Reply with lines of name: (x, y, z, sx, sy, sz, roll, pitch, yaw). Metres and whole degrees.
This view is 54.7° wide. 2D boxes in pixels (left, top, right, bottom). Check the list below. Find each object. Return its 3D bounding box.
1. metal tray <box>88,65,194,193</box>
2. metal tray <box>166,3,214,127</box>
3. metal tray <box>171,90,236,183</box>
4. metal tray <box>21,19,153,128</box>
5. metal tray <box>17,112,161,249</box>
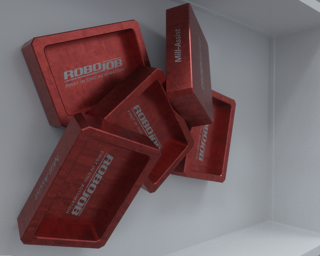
metal tray: (-0.015, 0.004, 0.363, 0.090, 0.030, 0.130, -47, 133, -22)
metal tray: (0.038, -0.077, 0.390, 0.090, 0.030, 0.130, 44, 41, -56)
metal tray: (0.066, 0.011, 0.459, 0.091, 0.030, 0.129, 16, 80, -39)
metal tray: (-0.070, -0.063, 0.343, 0.131, 0.030, 0.089, -26, 107, -37)
metal tray: (-0.069, 0.058, 0.307, 0.091, 0.030, 0.129, 22, 105, -38)
